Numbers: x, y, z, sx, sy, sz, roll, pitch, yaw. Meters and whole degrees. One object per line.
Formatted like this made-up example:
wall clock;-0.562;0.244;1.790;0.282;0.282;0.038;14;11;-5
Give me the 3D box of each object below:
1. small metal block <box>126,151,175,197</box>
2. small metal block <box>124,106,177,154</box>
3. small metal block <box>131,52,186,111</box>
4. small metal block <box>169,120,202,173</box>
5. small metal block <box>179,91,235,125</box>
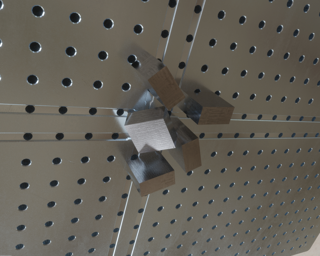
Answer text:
small metal block;-0.013;0.062;0.428;0.050;0.050;0.025;-18;126;-19
small metal block;-0.010;0.003;0.394;0.050;0.025;0.050;-10;129;17
small metal block;-0.002;-0.055;0.361;0.025;0.050;0.050;-39;130;-2
small metal block;0.032;0.025;0.430;0.025;0.050;0.050;-23;127;-15
small metal block;0.062;-0.027;0.414;0.050;0.050;0.025;-2;119;-28
